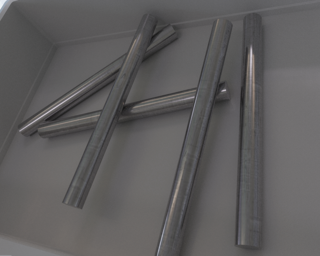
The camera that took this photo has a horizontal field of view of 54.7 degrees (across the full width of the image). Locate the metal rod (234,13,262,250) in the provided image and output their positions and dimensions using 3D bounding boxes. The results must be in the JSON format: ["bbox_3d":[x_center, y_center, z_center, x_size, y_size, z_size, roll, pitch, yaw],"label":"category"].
[{"bbox_3d":[0.106,-0.019,0.361,0.025,0.025,0.300,-5,59,26],"label":"metal rod"}]

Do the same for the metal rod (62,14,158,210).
[{"bbox_3d":[-0.060,-0.038,0.427,0.025,0.025,0.300,5,64,30],"label":"metal rod"}]

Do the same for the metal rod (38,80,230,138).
[{"bbox_3d":[-0.052,-0.021,0.446,0.300,0.025,0.025,-11,57,22],"label":"metal rod"}]

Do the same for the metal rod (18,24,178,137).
[{"bbox_3d":[-0.105,-0.075,0.506,0.300,0.025,0.025,-32,52,7],"label":"metal rod"}]

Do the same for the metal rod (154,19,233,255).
[{"bbox_3d":[0.042,0.006,0.356,0.025,0.025,0.299,6,71,31],"label":"metal rod"}]
